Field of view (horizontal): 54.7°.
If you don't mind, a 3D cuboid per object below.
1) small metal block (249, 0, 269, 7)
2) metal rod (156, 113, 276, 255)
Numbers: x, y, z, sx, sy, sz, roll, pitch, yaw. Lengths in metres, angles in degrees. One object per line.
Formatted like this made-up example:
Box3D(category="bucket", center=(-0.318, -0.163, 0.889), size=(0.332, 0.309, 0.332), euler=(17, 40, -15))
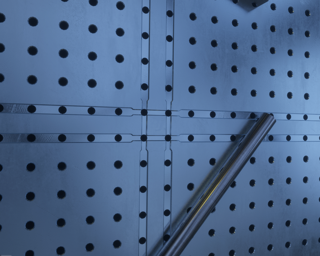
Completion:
Box3D(category="small metal block", center=(0.145, -0.221, 0.466), size=(0.050, 0.025, 0.050), euler=(25, 82, -19))
Box3D(category="metal rod", center=(0.073, 0.097, 0.439), size=(0.025, 0.025, 0.300), euler=(43, 76, -15))
